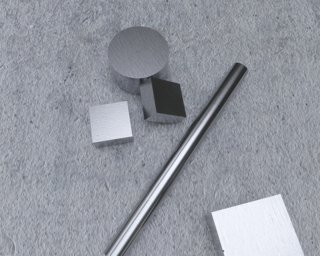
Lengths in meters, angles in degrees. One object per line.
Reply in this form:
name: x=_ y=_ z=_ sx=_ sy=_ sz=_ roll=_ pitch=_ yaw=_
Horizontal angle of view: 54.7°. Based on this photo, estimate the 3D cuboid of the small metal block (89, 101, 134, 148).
small metal block: x=-0.064 y=-0.004 z=0.409 sx=0.050 sy=0.025 sz=0.050 roll=-9 pitch=70 yaw=-4

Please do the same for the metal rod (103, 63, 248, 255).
metal rod: x=0.030 y=0.032 z=0.396 sx=0.025 sy=0.025 sz=0.300 roll=33 pitch=73 yaw=11

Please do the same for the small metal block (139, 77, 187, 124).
small metal block: x=0.004 y=-0.035 z=0.408 sx=0.050 sy=0.025 sz=0.050 roll=7 pitch=65 yaw=-39

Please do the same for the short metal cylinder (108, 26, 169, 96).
short metal cylinder: x=-0.028 y=-0.092 z=0.428 sx=0.081 sy=0.050 sz=0.080 roll=0 pitch=70 yaw=0

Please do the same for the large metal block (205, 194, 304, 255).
large metal block: x=0.105 y=0.127 z=0.350 sx=0.081 sy=0.050 sz=0.080 roll=-13 pitch=71 yaw=-5
